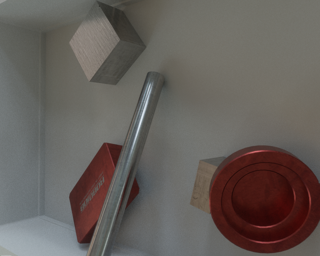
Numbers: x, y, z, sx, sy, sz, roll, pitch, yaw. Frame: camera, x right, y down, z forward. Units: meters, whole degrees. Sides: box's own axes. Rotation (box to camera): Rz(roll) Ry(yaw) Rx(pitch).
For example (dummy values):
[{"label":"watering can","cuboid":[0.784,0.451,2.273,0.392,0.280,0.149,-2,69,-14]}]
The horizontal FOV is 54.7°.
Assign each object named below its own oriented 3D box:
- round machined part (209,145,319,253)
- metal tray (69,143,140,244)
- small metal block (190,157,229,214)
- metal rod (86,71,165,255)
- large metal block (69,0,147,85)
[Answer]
[{"label":"round machined part","cuboid":[0.097,0.064,0.296,0.099,0.042,0.097,1,99,8]},{"label":"metal tray","cuboid":[-0.087,0.097,0.457,0.129,0.030,0.090,-53,43,26]},{"label":"small metal block","cuboid":[0.062,0.060,0.338,0.025,0.050,0.050,18,102,38]},{"label":"metal rod","cuboid":[-0.045,0.066,0.358,0.025,0.025,0.299,-2,62,39]},{"label":"large metal block","cuboid":[-0.078,-0.121,0.453,0.080,0.050,0.080,-44,64,30]}]
